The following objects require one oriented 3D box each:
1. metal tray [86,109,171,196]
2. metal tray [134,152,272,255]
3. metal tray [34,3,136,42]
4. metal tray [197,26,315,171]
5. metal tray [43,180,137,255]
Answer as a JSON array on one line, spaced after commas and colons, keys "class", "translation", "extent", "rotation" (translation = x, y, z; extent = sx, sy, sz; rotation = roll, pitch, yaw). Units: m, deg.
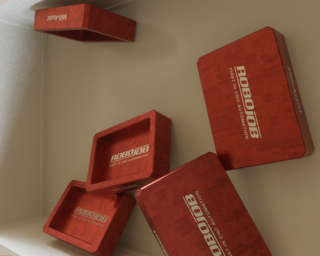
[{"class": "metal tray", "translation": [-0.045, 0.037, 0.420], "extent": [0.130, 0.030, 0.090], "rotation": [-20, 56, 38]}, {"class": "metal tray", "translation": [0.044, 0.101, 0.311], "extent": [0.130, 0.091, 0.030], "rotation": [62, 162, 6]}, {"class": "metal tray", "translation": [-0.111, -0.150, 0.456], "extent": [0.130, 0.091, 0.030], "rotation": [13, 98, 39]}, {"class": "metal tray", "translation": [0.095, -0.026, 0.325], "extent": [0.090, 0.030, 0.129], "rotation": [-18, 79, 38]}, {"class": "metal tray", "translation": [-0.107, 0.131, 0.461], "extent": [0.130, 0.030, 0.090], "rotation": [1, 54, 40]}]
